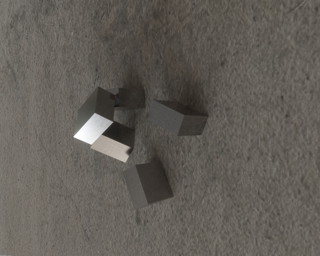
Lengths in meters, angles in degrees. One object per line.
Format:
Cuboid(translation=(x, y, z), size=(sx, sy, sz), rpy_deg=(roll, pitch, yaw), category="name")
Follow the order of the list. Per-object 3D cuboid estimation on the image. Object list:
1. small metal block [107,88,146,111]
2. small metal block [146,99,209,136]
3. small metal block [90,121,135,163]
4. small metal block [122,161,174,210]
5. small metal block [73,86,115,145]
Cuboid(translation=(-0.056, -0.039, 0.433), size=(0.050, 0.050, 0.025), rpy_deg=(-3, 89, 39), category="small metal block")
Cuboid(translation=(0.021, -0.012, 0.370), size=(0.050, 0.050, 0.025), rpy_deg=(29, 108, 36), category="small metal block")
Cuboid(translation=(-0.063, 0.015, 0.425), size=(0.025, 0.050, 0.050), rpy_deg=(-58, 16, 24), category="small metal block")
Cuboid(translation=(-0.015, 0.073, 0.399), size=(0.025, 0.050, 0.050), rpy_deg=(-32, 71, 35), category="small metal block")
Cuboid(translation=(-0.082, -0.016, 0.391), size=(0.050, 0.025, 0.050), rpy_deg=(-42, 35, 31), category="small metal block")
